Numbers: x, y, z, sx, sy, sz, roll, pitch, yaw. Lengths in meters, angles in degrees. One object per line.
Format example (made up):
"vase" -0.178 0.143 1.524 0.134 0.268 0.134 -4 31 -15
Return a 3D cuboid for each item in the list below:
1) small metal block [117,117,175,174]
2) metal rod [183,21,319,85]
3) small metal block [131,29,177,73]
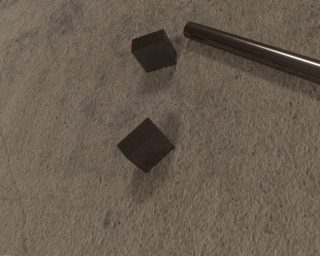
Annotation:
"small metal block" -0.016 0.022 0.381 0.050 0.050 0.025 -42 51 -1
"metal rod" 0.144 -0.085 0.379 0.300 0.025 0.025 33 80 37
"small metal block" -0.008 -0.113 0.460 0.050 0.050 0.025 -13 57 21
